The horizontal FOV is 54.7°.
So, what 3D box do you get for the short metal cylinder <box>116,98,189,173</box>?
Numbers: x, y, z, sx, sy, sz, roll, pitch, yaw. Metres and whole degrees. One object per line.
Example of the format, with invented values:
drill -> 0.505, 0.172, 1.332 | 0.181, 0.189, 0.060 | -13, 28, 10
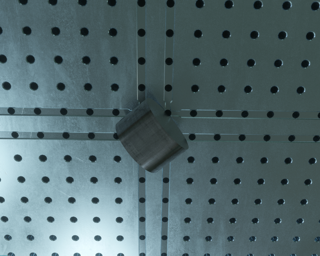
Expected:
short metal cylinder -> -0.009, 0.009, 0.387 | 0.050, 0.080, 0.080 | -38, 106, 13
